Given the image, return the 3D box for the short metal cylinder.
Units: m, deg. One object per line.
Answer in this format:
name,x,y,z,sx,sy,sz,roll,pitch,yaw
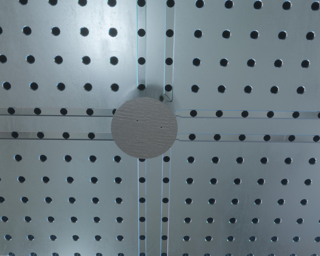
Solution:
short metal cylinder,-0.019,-0.007,0.397,0.081,0.050,0.079,0,110,-1
